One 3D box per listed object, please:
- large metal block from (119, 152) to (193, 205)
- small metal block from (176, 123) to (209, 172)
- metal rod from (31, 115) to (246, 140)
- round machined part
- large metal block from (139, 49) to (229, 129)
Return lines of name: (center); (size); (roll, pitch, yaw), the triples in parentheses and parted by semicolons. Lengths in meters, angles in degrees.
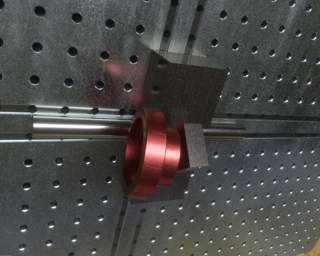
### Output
large metal block: (-0.003, 0.054, 0.427); (0.081, 0.050, 0.079); (1, 118, -29)
small metal block: (0.029, 0.025, 0.370); (0.025, 0.050, 0.050); (1, 74, -29)
metal rod: (-0.007, 0.002, 0.409); (0.303, 0.025, 0.025); (2, 118, -29)
round machined part: (-0.009, 0.029, 0.339); (0.042, 0.098, 0.097); (11, 114, -17)
large metal block: (0.027, -0.046, 0.381); (0.081, 0.050, 0.079); (0, 118, -29)
